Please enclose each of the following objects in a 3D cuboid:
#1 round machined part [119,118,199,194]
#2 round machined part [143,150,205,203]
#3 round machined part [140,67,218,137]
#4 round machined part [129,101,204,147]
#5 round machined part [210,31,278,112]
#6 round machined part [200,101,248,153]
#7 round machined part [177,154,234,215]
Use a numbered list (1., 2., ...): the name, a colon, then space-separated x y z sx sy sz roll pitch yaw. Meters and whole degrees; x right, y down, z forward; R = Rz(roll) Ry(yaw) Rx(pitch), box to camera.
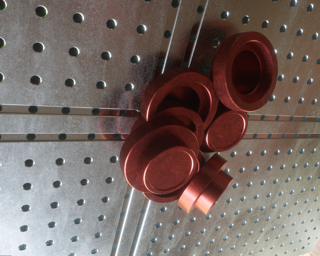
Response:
1. round machined part: 0.005 0.040 0.372 0.099 0.042 0.097 -14 124 -21
2. round machined part: 0.011 0.055 0.439 0.099 0.042 0.097 -14 124 -21
3. round machined part: 0.021 -0.031 0.392 0.099 0.042 0.097 -14 124 -21
4. round machined part: 0.005 0.008 0.407 0.099 0.042 0.097 -14 124 -21
5. round machined part: 0.103 -0.071 0.397 0.099 0.042 0.097 -6 101 -34
6. round machined part: 0.085 -0.005 0.442 0.099 0.042 0.097 -14 124 -21
7. round machined part: 0.072 0.089 0.462 0.098 0.042 0.098 -46 162 -19
